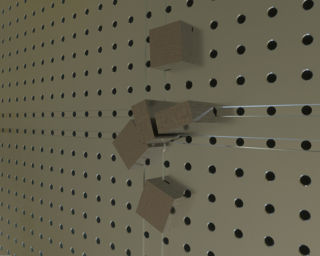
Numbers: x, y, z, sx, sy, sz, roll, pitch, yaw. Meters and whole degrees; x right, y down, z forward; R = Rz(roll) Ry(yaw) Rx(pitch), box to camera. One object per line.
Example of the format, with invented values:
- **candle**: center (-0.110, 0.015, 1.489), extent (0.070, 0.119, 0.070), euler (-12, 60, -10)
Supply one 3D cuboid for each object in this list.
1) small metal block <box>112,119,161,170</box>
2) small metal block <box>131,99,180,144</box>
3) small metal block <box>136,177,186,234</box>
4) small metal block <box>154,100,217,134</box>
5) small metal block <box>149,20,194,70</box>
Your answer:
- **small metal block**: center (-0.034, 0.023, 0.435), extent (0.050, 0.025, 0.050), euler (-49, 61, 28)
- **small metal block**: center (-0.005, -0.007, 0.395), extent (0.025, 0.050, 0.050), euler (-22, 76, 37)
- **small metal block**: center (0.000, 0.100, 0.407), extent (0.050, 0.025, 0.050), euler (28, 107, 36)
- **small metal block**: center (0.031, -0.012, 0.366), extent (0.050, 0.050, 0.025), euler (-19, 78, 38)
- **small metal block**: center (0.014, -0.104, 0.396), extent (0.050, 0.025, 0.050), euler (-3, 88, 39)
